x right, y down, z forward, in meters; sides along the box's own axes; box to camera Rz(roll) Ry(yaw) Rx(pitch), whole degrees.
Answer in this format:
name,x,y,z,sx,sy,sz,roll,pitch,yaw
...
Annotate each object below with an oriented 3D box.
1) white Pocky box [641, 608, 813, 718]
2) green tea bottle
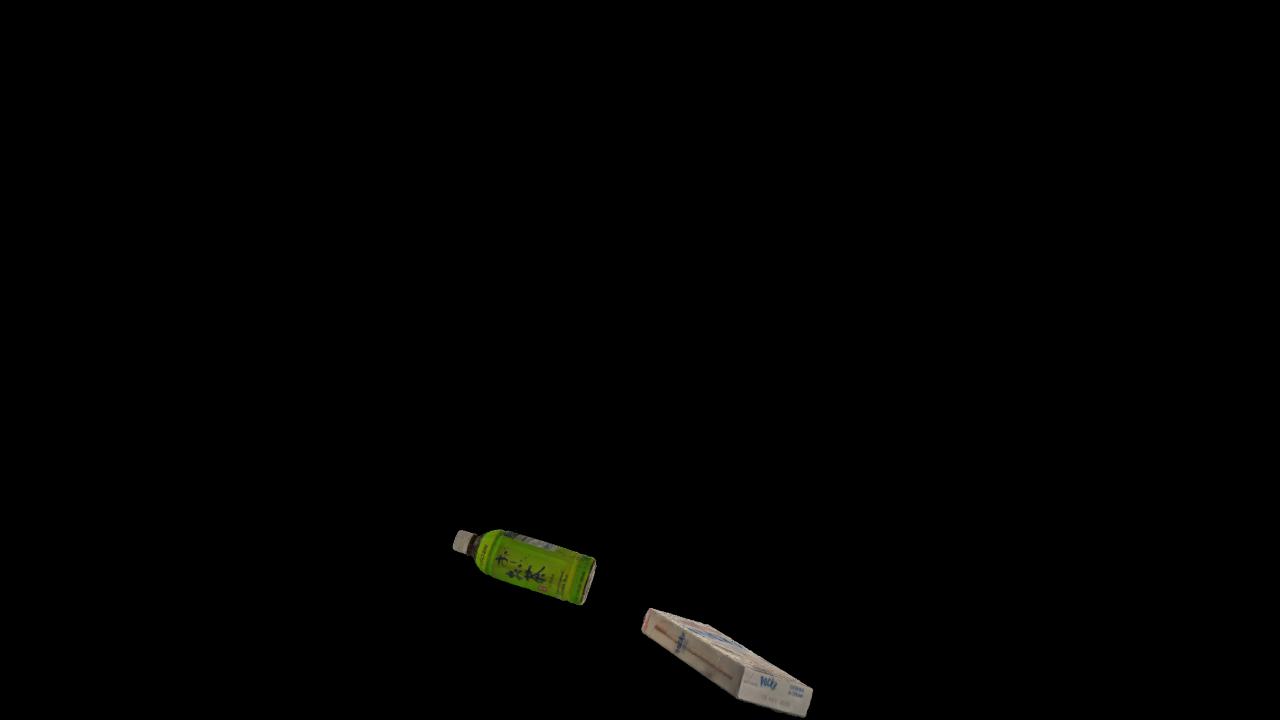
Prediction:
name,x,y,z,sx,sy,sz,roll,pitch,yaw
white Pocky box,0.074,0.272,0.562,0.084,0.028,0.154,28,-15,-25
green tea bottle,-0.173,0.296,0.910,0.212,0.073,0.073,16,2,8
